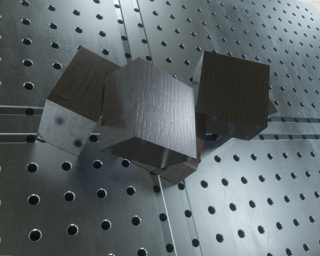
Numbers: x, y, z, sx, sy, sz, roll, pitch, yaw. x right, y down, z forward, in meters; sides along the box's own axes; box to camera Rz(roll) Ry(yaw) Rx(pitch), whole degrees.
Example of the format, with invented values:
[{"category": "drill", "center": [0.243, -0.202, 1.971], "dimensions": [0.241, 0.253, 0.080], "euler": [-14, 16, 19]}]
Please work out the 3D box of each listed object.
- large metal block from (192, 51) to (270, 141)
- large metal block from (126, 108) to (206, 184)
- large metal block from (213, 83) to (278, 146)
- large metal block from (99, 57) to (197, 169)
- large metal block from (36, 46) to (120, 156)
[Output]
[{"category": "large metal block", "center": [0.081, -0.037, 0.371], "dimensions": [0.081, 0.050, 0.080], "euler": [12, 68, -4]}, {"category": "large metal block", "center": [0.008, 0.012, 0.390], "dimensions": [0.080, 0.050, 0.080], "euler": [28, 52, -11]}, {"category": "large metal block", "center": [0.107, -0.031, 0.452], "dimensions": [0.050, 0.080, 0.080], "euler": [-18, 71, -35]}, {"category": "large metal block", "center": [-0.010, -0.011, 0.311], "dimensions": [0.080, 0.050, 0.080], "euler": [23, 57, -41]}, {"category": "large metal block", "center": [-0.089, -0.028, 0.342], "dimensions": [0.050, 0.080, 0.080], "euler": [27, 52, -12]}]
